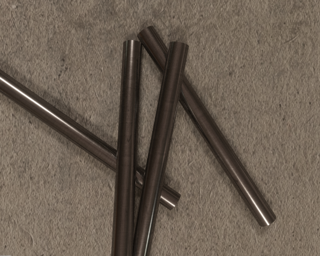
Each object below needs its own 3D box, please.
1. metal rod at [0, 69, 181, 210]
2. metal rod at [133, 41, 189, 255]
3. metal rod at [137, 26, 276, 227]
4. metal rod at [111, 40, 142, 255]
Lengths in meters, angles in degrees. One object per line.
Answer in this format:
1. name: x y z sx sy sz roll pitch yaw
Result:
1. metal rod: -0.103 0.013 0.408 0.301 0.025 0.025 35 90 -1
2. metal rod: -0.004 0.043 0.383 0.025 0.025 0.298 11 90 -1
3. metal rod: 0.062 -0.002 0.410 0.025 0.025 0.299 -33 90 0
4. metal rod: -0.041 0.036 0.386 0.025 0.025 0.298 2 81 -1
